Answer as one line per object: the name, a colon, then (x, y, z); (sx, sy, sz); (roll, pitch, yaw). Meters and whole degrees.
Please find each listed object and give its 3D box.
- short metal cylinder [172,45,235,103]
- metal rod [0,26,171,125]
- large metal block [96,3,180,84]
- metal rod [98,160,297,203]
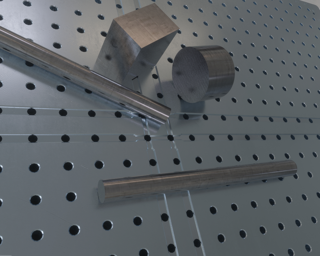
short metal cylinder: (0.062, -0.080, 0.455); (0.050, 0.080, 0.080); (-14, 69, -34)
metal rod: (-0.124, -0.077, 0.388); (0.302, 0.025, 0.025); (25, 53, -13)
large metal block: (-0.031, -0.114, 0.426); (0.050, 0.080, 0.080); (47, 51, 4)
metal rod: (0.069, 0.065, 0.405); (0.303, 0.025, 0.025); (-1, 63, -29)
